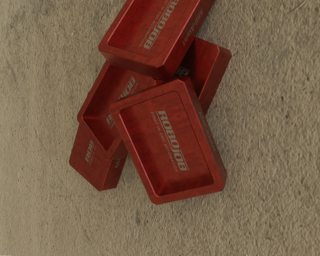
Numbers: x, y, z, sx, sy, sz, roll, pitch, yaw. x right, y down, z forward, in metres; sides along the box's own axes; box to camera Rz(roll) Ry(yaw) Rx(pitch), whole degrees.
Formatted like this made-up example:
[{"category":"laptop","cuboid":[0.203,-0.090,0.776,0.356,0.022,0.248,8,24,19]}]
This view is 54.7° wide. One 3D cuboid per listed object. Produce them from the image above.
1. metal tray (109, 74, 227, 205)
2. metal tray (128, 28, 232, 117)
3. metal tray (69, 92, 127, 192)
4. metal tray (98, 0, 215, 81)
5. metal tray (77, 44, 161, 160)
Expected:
[{"category":"metal tray","cuboid":[0.011,0.016,0.348,0.090,0.030,0.129,-18,103,22]},{"category":"metal tray","cuboid":[0.014,-0.076,0.390,0.130,0.030,0.089,34,110,34]},{"category":"metal tray","cuboid":[-0.088,0.018,0.472,0.090,0.030,0.129,31,109,35]},{"category":"metal tray","cuboid":[-0.001,-0.125,0.358,0.090,0.030,0.130,22,76,27]},{"category":"metal tray","cuboid":[-0.052,-0.033,0.405,0.090,0.030,0.129,49,118,28]}]
